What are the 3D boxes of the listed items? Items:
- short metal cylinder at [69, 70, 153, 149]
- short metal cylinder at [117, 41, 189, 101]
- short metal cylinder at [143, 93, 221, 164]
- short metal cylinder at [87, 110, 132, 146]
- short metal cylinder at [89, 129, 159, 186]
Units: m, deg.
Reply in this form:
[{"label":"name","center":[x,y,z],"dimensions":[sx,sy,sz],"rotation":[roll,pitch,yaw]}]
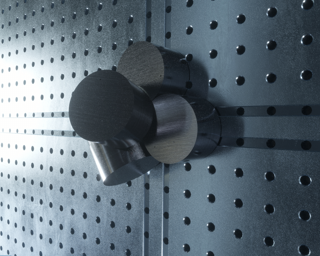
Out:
[{"label":"short metal cylinder","center":[-0.055,-0.020,0.352],"dimensions":[0.080,0.050,0.080],"rotation":[-5,77,21]},{"label":"short metal cylinder","center":[-0.010,-0.066,0.398],"dimensions":[0.080,0.050,0.079],"rotation":[0,90,39]},{"label":"short metal cylinder","center":[0.025,0.001,0.370],"dimensions":[0.080,0.050,0.079],"rotation":[0,90,39]},{"label":"short metal cylinder","center":[-0.066,-0.007,0.426],"dimensions":[0.080,0.081,0.050],"rotation":[-41,65,32]},{"label":"short metal cylinder","center":[-0.046,0.035,0.409],"dimensions":[0.080,0.081,0.050],"rotation":[-41,66,32]}]
